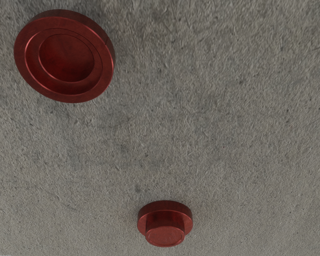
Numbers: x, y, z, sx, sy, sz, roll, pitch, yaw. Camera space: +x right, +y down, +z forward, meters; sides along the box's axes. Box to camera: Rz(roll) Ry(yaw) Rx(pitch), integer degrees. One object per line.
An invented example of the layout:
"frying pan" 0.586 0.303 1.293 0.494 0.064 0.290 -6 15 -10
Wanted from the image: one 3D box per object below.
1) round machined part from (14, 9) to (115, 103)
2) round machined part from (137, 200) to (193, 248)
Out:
"round machined part" -0.096 -0.078 0.329 0.099 0.042 0.097 0 130 0
"round machined part" 0.009 0.174 0.544 0.099 0.042 0.097 0 130 0
